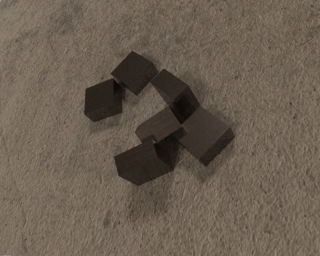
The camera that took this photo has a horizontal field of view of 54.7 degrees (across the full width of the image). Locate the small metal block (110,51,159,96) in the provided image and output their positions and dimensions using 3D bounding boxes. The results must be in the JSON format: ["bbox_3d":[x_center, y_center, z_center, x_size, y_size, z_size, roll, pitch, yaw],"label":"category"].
[{"bbox_3d":[-0.039,-0.085,0.475,0.050,0.025,0.050,-48,52,-6],"label":"small metal block"}]

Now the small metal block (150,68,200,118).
[{"bbox_3d":[0.021,-0.043,0.402,0.025,0.050,0.050,-45,51,-3],"label":"small metal block"}]

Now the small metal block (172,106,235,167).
[{"bbox_3d":[0.052,0.009,0.370,0.050,0.025,0.050,-45,51,-4],"label":"small metal block"}]

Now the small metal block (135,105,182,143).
[{"bbox_3d":[-0.001,-0.002,0.387,0.050,0.025,0.050,-33,7,6],"label":"small metal block"}]

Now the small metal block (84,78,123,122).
[{"bbox_3d":[-0.086,-0.042,0.473,0.050,0.025,0.050,-18,55,17],"label":"small metal block"}]

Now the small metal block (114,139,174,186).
[{"bbox_3d":[-0.018,0.043,0.369,0.050,0.050,0.025,-26,59,12],"label":"small metal block"}]
